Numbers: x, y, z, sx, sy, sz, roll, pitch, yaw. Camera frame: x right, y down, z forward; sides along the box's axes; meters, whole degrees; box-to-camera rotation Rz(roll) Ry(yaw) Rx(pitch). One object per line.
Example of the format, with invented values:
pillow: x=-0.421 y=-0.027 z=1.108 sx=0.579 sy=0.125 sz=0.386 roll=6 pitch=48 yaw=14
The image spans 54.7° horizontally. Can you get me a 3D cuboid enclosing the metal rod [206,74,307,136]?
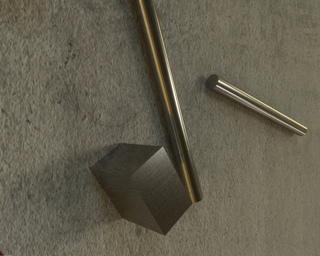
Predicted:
metal rod: x=0.191 y=-0.033 z=0.568 sx=0.302 sy=0.025 sz=0.025 roll=19 pitch=78 yaw=-39

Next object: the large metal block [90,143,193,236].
large metal block: x=-0.022 y=0.066 z=0.353 sx=0.050 sy=0.080 sz=0.080 roll=-42 pitch=116 yaw=-32

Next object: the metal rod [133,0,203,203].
metal rod: x=0.012 y=-0.038 z=0.417 sx=0.025 sy=0.025 sz=0.298 roll=-25 pitch=106 yaw=-38

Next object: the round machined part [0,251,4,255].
round machined part: x=-0.173 y=0.139 z=0.250 sx=0.099 sy=0.042 sz=0.097 roll=0 pitch=90 yaw=-40
